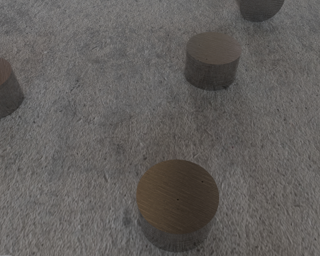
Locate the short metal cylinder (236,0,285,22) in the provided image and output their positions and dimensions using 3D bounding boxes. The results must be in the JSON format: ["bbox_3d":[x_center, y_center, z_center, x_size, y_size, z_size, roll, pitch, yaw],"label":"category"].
[{"bbox_3d":[0.183,-0.246,0.575,0.081,0.080,0.050,-3,50,-3],"label":"short metal cylinder"}]

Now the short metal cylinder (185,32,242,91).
[{"bbox_3d":[0.079,-0.103,0.474,0.080,0.050,0.080,0,50,0],"label":"short metal cylinder"}]

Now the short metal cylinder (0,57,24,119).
[{"bbox_3d":[-0.240,-0.055,0.432,0.080,0.050,0.080,0,50,0],"label":"short metal cylinder"}]

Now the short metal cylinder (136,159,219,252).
[{"bbox_3d":[0.017,0.080,0.320,0.080,0.050,0.080,0,50,0],"label":"short metal cylinder"}]
